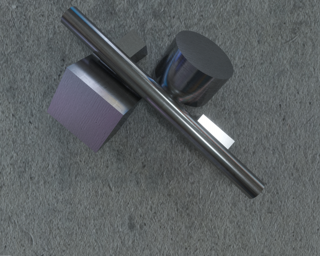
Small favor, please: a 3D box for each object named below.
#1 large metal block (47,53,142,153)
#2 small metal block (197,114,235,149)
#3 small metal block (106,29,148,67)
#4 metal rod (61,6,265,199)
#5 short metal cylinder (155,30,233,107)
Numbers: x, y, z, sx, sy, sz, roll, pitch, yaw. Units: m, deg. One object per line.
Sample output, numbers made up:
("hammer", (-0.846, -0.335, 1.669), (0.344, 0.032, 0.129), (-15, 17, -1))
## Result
("large metal block", (-0.080, -0.030, 0.380), (0.080, 0.050, 0.080), (41, 130, -1))
("small metal block", (0.063, 0.009, 0.396), (0.050, 0.050, 0.025), (41, 90, -1))
("small metal block", (-0.044, -0.095, 0.398), (0.050, 0.050, 0.025), (-39, 90, 0))
("metal rod", (0.004, -0.029, 0.361), (0.300, 0.025, 0.025), (43, 90, -1))
("short metal cylinder", (0.041, -0.072, 0.378), (0.080, 0.080, 0.050), (39, 131, 0))
